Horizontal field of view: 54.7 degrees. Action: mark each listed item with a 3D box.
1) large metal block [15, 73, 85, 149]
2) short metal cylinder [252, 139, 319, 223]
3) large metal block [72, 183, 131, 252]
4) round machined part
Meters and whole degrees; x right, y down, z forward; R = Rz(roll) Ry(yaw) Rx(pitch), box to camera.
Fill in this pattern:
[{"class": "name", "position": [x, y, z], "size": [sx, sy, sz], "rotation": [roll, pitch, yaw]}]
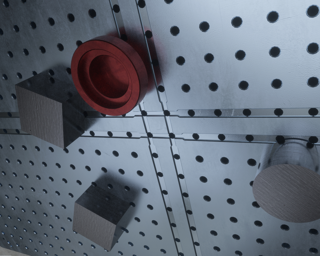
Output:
[{"class": "large metal block", "position": [-0.162, -0.027, 0.464], "size": [0.080, 0.050, 0.079], "rotation": [21, 126, 15]}, {"class": "short metal cylinder", "position": [0.151, 0.060, 0.352], "size": [0.080, 0.050, 0.079], "rotation": [13, 124, 21]}, {"class": "large metal block", "position": [-0.104, 0.158, 0.548], "size": [0.080, 0.050, 0.079], "rotation": [25, 127, 12]}, {"class": "round machined part", "position": [-0.059, -0.068, 0.389], "size": [0.098, 0.042, 0.097], "rotation": [13, 124, 21]}]
